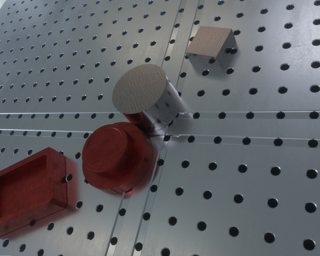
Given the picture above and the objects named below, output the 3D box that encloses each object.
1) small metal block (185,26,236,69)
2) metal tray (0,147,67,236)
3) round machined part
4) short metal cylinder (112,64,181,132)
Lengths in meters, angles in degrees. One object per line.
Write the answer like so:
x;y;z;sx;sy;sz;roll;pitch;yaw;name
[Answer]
0.072;-0.116;0.442;0.050;0.025;0.050;19;71;35;small metal block
-0.200;0.094;0.452;0.130;0.030;0.090;-25;53;12;metal tray
-0.063;0.034;0.409;0.098;0.042;0.098;-13;56;21;round machined part
-0.018;-0.041;0.427;0.080;0.050;0.080;-13;56;21;short metal cylinder
